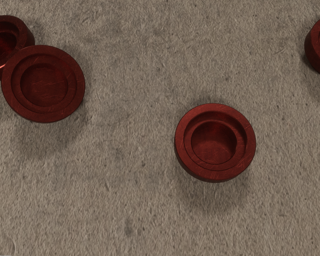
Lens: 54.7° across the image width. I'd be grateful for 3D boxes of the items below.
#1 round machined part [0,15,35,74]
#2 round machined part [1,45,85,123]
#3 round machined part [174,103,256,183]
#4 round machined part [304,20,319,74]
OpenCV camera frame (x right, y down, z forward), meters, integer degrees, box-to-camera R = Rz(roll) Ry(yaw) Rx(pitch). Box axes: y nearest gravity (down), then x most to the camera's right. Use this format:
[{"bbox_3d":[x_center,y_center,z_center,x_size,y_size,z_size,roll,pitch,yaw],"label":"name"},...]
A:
[{"bbox_3d":[-0.219,-0.104,0.428,0.098,0.042,0.098,-4,64,8],"label":"round machined part"},{"bbox_3d":[-0.151,-0.054,0.403,0.099,0.042,0.097,1,87,-23],"label":"round machined part"},{"bbox_3d":[0.067,0.021,0.392,0.099,0.042,0.098,0,70,-1],"label":"round machined part"},{"bbox_3d":[0.255,-0.110,0.443,0.099,0.042,0.098,0,70,-1],"label":"round machined part"}]
